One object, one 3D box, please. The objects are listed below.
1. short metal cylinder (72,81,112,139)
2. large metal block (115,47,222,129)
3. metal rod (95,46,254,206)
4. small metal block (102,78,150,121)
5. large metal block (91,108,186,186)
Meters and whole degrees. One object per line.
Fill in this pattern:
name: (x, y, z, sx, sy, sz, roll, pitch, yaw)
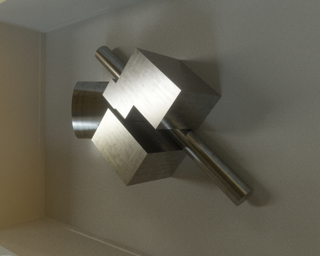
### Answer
short metal cylinder: (-0.086, -0.025, 0.430, 0.050, 0.080, 0.079, 1, 91, 0)
large metal block: (0.010, -0.044, 0.360, 0.080, 0.081, 0.050, 48, 118, 29)
metal rod: (0.001, -0.020, 0.403, 0.300, 0.025, 0.025, 47, 118, 29)
small metal block: (-0.034, -0.034, 0.385, 0.050, 0.050, 0.025, 48, 119, 29)
large metal block: (-0.024, 0.021, 0.388, 0.080, 0.081, 0.050, 47, 118, 29)
